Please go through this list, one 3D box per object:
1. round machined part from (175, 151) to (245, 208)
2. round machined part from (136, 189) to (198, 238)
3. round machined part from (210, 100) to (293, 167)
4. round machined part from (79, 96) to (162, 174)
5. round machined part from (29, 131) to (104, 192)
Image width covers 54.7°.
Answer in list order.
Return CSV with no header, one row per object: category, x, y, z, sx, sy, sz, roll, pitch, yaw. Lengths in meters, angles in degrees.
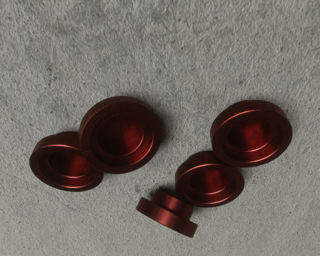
round machined part,0.071,0.071,0.457,0.099,0.042,0.097,0,130,0
round machined part,0.015,0.129,0.484,0.098,0.042,0.098,25,168,6
round machined part,0.114,0.003,0.399,0.099,0.042,0.097,0,130,0
round machined part,-0.051,0.005,0.386,0.099,0.042,0.097,-8,118,-16
round machined part,-0.123,0.043,0.428,0.099,0.042,0.097,2,133,2
